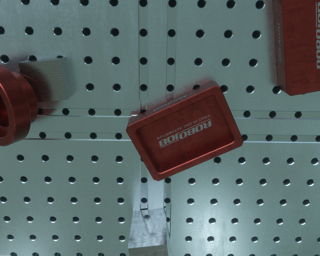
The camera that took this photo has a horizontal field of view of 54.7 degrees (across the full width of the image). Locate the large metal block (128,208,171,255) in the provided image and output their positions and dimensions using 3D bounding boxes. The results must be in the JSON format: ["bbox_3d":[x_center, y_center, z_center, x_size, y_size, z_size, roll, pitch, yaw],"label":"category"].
[{"bbox_3d":[-0.011,0.175,0.448,0.050,0.080,0.079,-7,110,2],"label":"large metal block"}]

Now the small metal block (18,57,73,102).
[{"bbox_3d":[-0.142,-0.061,0.390,0.050,0.025,0.050,-4,110,1],"label":"small metal block"}]

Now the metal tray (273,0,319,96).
[{"bbox_3d":[0.189,-0.111,0.371,0.090,0.030,0.129,-10,110,3],"label":"metal tray"}]

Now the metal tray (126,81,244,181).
[{"bbox_3d":[0.033,0.006,0.412,0.130,0.030,0.090,-24,109,8],"label":"metal tray"}]

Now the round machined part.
[{"bbox_3d":[-0.188,-0.030,0.376,0.098,0.042,0.097,14,117,30],"label":"round machined part"}]
